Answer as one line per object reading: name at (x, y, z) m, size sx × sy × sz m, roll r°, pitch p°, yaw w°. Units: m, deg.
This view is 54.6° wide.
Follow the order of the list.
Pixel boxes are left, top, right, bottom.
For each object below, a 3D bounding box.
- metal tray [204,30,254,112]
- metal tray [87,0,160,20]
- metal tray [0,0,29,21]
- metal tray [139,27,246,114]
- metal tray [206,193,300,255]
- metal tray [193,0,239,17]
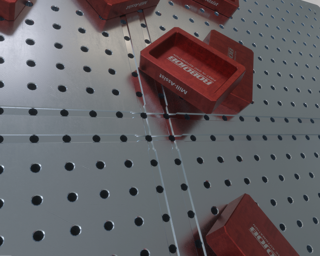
metal tray at (0.112, -0.099, 0.525) m, size 0.090 × 0.030 × 0.130 m, roll 24°, pitch 53°, yaw -14°
metal tray at (-0.066, -0.235, 0.511) m, size 0.131 × 0.030 × 0.090 m, roll -34°, pitch 81°, yaw -38°
metal tray at (-0.237, -0.204, 0.401) m, size 0.131 × 0.030 × 0.090 m, roll 22°, pitch 53°, yaw -15°
metal tray at (0.046, -0.088, 0.452) m, size 0.130 × 0.030 × 0.090 m, roll 36°, pitch 58°, yaw 16°
metal tray at (0.120, 0.151, 0.359) m, size 0.130 × 0.030 × 0.091 m, roll 51°, pitch 34°, yaw 8°
metal tray at (0.097, -0.289, 0.632) m, size 0.131 × 0.030 × 0.090 m, roll 18°, pitch 55°, yaw -17°
